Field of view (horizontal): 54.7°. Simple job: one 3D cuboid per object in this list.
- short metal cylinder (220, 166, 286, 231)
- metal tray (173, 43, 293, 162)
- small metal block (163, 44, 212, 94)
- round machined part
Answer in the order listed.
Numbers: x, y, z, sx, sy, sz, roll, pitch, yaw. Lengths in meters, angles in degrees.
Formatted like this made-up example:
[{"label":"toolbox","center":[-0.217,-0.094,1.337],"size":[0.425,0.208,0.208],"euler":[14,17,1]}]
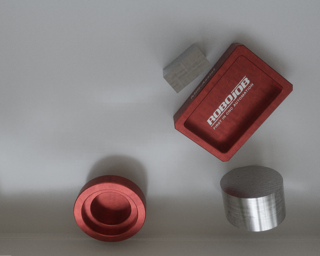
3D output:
[{"label":"short metal cylinder","center":[0.125,0.092,0.418],"size":[0.080,0.080,0.050],"euler":[-11,110,4]},{"label":"metal tray","center":[0.090,-0.031,0.398],"size":[0.090,0.030,0.129],"euler":[35,106,-13]},{"label":"small metal block","center":[0.031,-0.073,0.372],"size":[0.050,0.050,0.025],"euler":[-39,106,13]},{"label":"round machined part","center":[-0.069,0.110,0.442],"size":[0.099,0.042,0.097],"euler":[0,110,-1]}]
